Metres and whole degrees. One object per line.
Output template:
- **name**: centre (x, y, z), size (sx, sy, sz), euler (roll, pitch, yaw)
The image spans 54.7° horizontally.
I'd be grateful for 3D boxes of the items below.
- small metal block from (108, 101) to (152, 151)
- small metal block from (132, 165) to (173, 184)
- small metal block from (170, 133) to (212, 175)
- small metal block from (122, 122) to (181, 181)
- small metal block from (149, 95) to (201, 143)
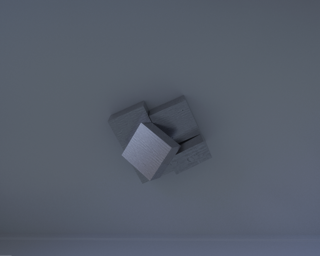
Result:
- **small metal block**: centre (-0.033, -0.001, 0.409), size (0.050, 0.025, 0.050), euler (-24, 109, 8)
- **small metal block**: centre (-0.012, 0.041, 0.425), size (0.050, 0.025, 0.050), euler (-24, 109, 8)
- **small metal block**: centre (0.036, 0.029, 0.407), size (0.050, 0.050, 0.025), euler (-27, 108, 8)
- **small metal block**: centre (-0.011, 0.028, 0.380), size (0.050, 0.025, 0.050), euler (39, 108, 22)
- **small metal block**: centre (0.020, -0.008, 0.407), size (0.050, 0.025, 0.050), euler (-24, 109, 8)
